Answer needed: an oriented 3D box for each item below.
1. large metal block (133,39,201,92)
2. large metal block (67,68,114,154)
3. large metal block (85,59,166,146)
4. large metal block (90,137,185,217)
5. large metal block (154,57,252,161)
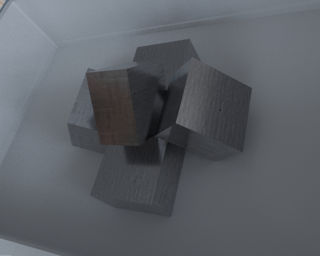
[{"bbox_3d":[0.006,-0.069,0.424,0.080,0.050,0.080,-1,61,27],"label":"large metal block"},{"bbox_3d":[-0.083,-0.019,0.415,0.050,0.080,0.080,15,65,-5],"label":"large metal block"},{"bbox_3d":[-0.032,-0.032,0.354,0.050,0.079,0.080,0,18,27],"label":"large metal block"},{"bbox_3d":[-0.024,0.054,0.368,0.080,0.050,0.080,1,62,28],"label":"large metal block"},{"bbox_3d":[0.049,-0.018,0.345,0.050,0.080,0.080,-33,38,60],"label":"large metal block"}]
